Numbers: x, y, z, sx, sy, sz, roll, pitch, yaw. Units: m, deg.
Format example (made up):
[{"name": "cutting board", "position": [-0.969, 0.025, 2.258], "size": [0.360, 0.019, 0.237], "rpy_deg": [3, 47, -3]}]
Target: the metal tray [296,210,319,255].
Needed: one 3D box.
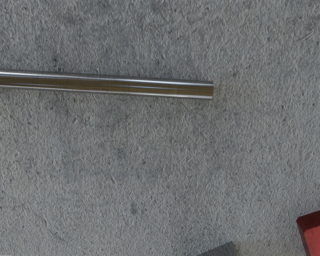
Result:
[{"name": "metal tray", "position": [0.286, 0.160, 0.470], "size": [0.130, 0.030, 0.090], "rpy_deg": [-21, 109, 7]}]

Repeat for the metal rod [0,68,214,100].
[{"name": "metal rod", "position": [-0.085, -0.055, 0.388], "size": [0.302, 0.025, 0.025], "rpy_deg": [3, 110, -2]}]

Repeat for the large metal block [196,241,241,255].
[{"name": "large metal block", "position": [0.091, 0.231, 0.467], "size": [0.080, 0.080, 0.050], "rpy_deg": [-26, 108, 9]}]
